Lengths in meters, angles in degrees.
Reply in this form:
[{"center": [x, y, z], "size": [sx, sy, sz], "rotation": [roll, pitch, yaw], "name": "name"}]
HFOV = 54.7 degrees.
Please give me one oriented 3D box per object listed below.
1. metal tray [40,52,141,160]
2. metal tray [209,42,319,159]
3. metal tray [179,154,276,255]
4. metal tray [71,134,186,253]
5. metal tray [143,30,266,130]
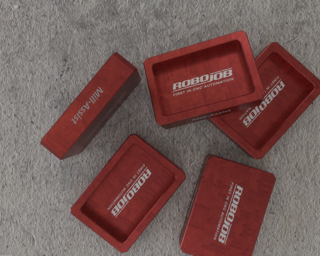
[{"center": [-0.078, -0.024, 0.376], "size": [0.030, 0.090, 0.130], "rotation": [40, 90, 0], "name": "metal tray"}, {"center": [0.136, -0.035, 0.408], "size": [0.090, 0.030, 0.130], "rotation": [42, 90, 0], "name": "metal tray"}, {"center": [0.087, 0.108, 0.408], "size": [0.090, 0.030, 0.129], "rotation": [17, 90, 0], "name": "metal tray"}, {"center": [-0.040, 0.083, 0.406], "size": [0.090, 0.030, 0.130], "rotation": [39, 90, 0], "name": "metal tray"}, {"center": [0.053, -0.058, 0.386], "size": [0.130, 0.030, 0.090], "rotation": [-15, 76, 9], "name": "metal tray"}]
